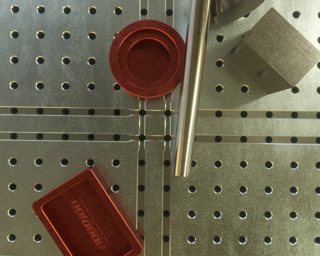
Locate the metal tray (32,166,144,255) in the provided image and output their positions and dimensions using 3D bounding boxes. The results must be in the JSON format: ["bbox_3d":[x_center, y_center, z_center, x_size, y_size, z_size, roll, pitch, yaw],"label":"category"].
[{"bbox_3d":[-0.093,0.128,0.409,0.090,0.030,0.130,-33,90,-1],"label":"metal tray"}]

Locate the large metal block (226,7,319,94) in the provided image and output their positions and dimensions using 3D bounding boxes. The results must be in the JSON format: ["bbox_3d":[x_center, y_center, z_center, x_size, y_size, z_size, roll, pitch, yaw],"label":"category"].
[{"bbox_3d":[0.138,-0.091,0.388,0.080,0.080,0.050,43,90,-1],"label":"large metal block"}]

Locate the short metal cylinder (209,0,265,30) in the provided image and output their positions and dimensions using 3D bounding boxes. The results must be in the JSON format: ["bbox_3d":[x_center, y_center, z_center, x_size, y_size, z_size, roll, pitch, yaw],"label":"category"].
[{"bbox_3d":[0.083,-0.165,0.387,0.080,0.080,0.050,-23,90,0],"label":"short metal cylinder"}]

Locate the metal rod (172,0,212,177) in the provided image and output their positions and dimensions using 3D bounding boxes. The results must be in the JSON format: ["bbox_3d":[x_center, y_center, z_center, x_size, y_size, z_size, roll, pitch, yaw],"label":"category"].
[{"bbox_3d":[0.041,-0.082,0.370,0.025,0.025,0.298,5,107,-1],"label":"metal rod"}]

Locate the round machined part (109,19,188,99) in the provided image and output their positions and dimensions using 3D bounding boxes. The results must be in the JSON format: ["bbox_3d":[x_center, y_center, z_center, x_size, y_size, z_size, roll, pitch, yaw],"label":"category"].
[{"bbox_3d":[-0.014,-0.087,0.405,0.099,0.042,0.097,0,90,-1],"label":"round machined part"}]
